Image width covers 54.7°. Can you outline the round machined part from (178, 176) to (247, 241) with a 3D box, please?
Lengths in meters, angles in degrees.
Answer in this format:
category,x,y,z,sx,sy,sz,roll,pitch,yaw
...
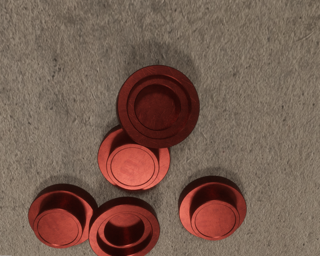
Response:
category,x,y,z,sx,sy,sz,roll,pitch,yaw
round machined part,0.076,0.122,0.447,0.099,0.042,0.097,0,110,-1

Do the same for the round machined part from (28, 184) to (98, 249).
category,x,y,z,sx,sy,sz,roll,pitch,yaw
round machined part,-0.142,0.133,0.448,0.099,0.042,0.097,0,110,-1

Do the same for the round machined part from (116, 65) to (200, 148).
category,x,y,z,sx,sy,sz,roll,pitch,yaw
round machined part,-0.005,-0.025,0.379,0.099,0.042,0.097,0,90,-13

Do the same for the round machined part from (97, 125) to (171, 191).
category,x,y,z,sx,sy,sz,roll,pitch,yaw
round machined part,-0.035,0.044,0.416,0.099,0.042,0.097,0,110,-1

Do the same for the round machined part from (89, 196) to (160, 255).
category,x,y,z,sx,sy,sz,roll,pitch,yaw
round machined part,-0.052,0.140,0.446,0.099,0.042,0.097,-4,111,-10
